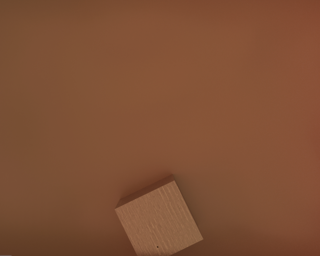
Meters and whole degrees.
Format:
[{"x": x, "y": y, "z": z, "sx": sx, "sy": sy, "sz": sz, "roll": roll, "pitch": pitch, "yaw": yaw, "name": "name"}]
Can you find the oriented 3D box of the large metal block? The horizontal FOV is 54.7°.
[{"x": -0.001, "y": 0.116, "z": 0.399, "sx": 0.080, "sy": 0.050, "sz": 0.080, "roll": -26, "pitch": 90, "yaw": -1, "name": "large metal block"}]
